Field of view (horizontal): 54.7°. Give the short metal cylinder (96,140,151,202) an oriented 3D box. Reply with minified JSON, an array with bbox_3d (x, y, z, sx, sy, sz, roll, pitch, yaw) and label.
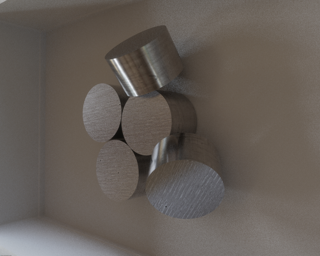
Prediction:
[{"bbox_3d":[-0.041,0.055,0.419,0.080,0.050,0.079,0,90,39],"label":"short metal cylinder"}]

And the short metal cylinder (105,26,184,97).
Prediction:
[{"bbox_3d":[-0.018,-0.081,0.373,0.080,0.080,0.050,-4,126,39],"label":"short metal cylinder"}]

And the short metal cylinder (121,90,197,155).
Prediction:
[{"bbox_3d":[-0.002,-0.007,0.388,0.080,0.050,0.079,0,90,39],"label":"short metal cylinder"}]

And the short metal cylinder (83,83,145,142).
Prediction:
[{"bbox_3d":[-0.064,-0.021,0.438,0.080,0.050,0.079,0,90,39],"label":"short metal cylinder"}]

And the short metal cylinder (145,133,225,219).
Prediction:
[{"bbox_3d":[0.027,0.052,0.338,0.080,0.050,0.079,2,121,4],"label":"short metal cylinder"}]
